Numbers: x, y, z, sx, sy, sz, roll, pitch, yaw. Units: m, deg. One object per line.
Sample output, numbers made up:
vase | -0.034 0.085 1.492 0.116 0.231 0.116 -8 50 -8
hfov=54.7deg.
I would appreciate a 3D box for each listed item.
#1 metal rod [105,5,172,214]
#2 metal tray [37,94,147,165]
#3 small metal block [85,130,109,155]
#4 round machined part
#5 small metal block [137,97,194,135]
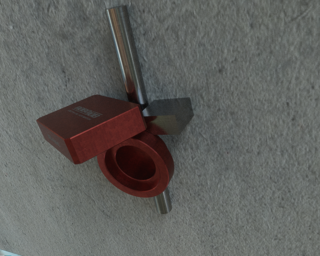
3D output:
metal rod | -0.022 -0.006 0.415 0.025 0.025 0.298 2 120 27
metal tray | -0.088 -0.005 0.377 0.130 0.091 0.030 18 130 54
small metal block | -0.075 0.011 0.437 0.050 0.050 0.025 -20 108 35
round machined part | -0.027 0.039 0.399 0.098 0.042 0.097 12 127 18
small metal block | 0.008 -0.015 0.378 0.050 0.050 0.025 -1 118 28
